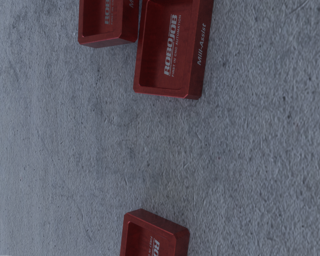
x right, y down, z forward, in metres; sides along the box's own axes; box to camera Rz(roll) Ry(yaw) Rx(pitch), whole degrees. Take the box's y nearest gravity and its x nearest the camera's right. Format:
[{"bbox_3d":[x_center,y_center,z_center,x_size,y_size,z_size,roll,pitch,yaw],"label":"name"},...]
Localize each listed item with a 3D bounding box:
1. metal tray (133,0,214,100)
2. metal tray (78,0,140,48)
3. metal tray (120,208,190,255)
[{"bbox_3d":[0.014,-0.104,0.389,0.090,0.030,0.129,11,97,39],"label":"metal tray"},{"bbox_3d":[-0.070,-0.179,0.419,0.090,0.030,0.129,5,93,40],"label":"metal tray"},{"bbox_3d":[-0.013,0.184,0.411,0.090,0.030,0.129,11,97,39],"label":"metal tray"}]
